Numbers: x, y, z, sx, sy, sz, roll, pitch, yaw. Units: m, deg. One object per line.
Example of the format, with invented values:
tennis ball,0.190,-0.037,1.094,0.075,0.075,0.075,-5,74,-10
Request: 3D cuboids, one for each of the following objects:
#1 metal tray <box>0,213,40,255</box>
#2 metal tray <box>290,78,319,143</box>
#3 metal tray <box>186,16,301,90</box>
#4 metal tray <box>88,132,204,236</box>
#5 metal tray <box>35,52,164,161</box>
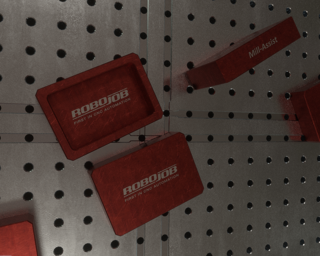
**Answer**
metal tray,-0.201,0.154,0.336,0.131,0.030,0.089,-9,93,-20
metal tray,0.289,-0.041,0.519,0.131,0.030,0.090,-25,99,-19
metal tray,0.110,-0.099,0.420,0.131,0.090,0.030,-32,101,-17
metal tray,-0.016,0.069,0.405,0.131,0.030,0.090,-23,98,-19
metal tray,-0.072,-0.028,0.383,0.131,0.030,0.090,-26,99,-18
